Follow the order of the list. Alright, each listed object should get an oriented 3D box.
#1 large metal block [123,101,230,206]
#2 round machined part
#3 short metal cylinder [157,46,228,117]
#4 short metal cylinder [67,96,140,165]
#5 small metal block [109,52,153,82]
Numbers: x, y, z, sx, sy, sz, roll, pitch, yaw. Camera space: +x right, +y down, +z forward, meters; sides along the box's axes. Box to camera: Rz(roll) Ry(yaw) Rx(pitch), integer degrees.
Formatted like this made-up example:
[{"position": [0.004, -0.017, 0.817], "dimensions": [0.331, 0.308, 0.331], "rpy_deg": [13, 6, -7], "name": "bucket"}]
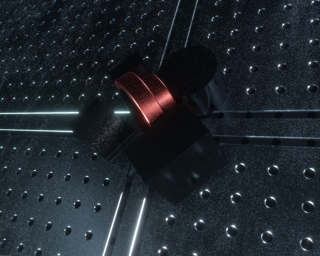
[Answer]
[{"position": [0.021, 0.031, 0.343], "dimensions": [0.080, 0.080, 0.050], "rpy_deg": [-40, 51, 1], "name": "large metal block"}, {"position": [-0.011, -0.028, 0.384], "dimensions": [0.042, 0.098, 0.098], "rpy_deg": [-34, 51, -10], "name": "round machined part"}, {"position": [0.043, -0.060, 0.405], "dimensions": [0.080, 0.050, 0.080], "rpy_deg": [-13, 56, 20], "name": "short metal cylinder"}, {"position": [-0.073, 0.003, 0.407], "dimensions": [0.080, 0.080, 0.050], "rpy_deg": [35, 82, 38], "name": "short metal cylinder"}, {"position": [-0.038, -0.074, 0.456], "dimensions": [0.050, 0.050, 0.025], "rpy_deg": [-36, 52, 4], "name": "small metal block"}]
